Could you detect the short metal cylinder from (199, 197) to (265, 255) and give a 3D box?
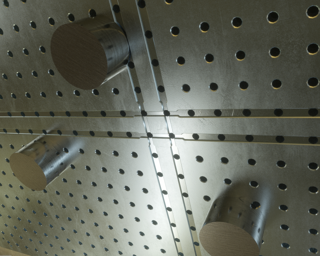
[{"bbox_3d":[0.101,0.143,0.430,0.080,0.050,0.079,13,124,21],"label":"short metal cylinder"}]

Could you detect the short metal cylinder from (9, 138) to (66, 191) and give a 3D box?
[{"bbox_3d":[-0.216,0.064,0.548,0.080,0.050,0.079,13,124,21],"label":"short metal cylinder"}]

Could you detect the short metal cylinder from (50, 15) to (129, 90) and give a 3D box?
[{"bbox_3d":[-0.085,-0.094,0.382,0.080,0.050,0.079,13,124,21],"label":"short metal cylinder"}]
